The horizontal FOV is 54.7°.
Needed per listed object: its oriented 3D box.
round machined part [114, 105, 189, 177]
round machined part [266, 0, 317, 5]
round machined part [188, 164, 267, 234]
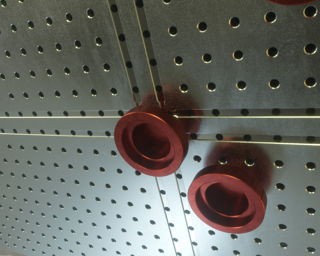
[{"bbox_3d":[-0.008,0.013,0.411,0.098,0.042,0.097,13,124,20],"label":"round machined part"},{"bbox_3d":[0.113,-0.152,0.246,0.098,0.042,0.097,13,124,20],"label":"round machined part"},{"bbox_3d":[0.090,0.087,0.406,0.098,0.042,0.097,13,124,20],"label":"round machined part"}]
